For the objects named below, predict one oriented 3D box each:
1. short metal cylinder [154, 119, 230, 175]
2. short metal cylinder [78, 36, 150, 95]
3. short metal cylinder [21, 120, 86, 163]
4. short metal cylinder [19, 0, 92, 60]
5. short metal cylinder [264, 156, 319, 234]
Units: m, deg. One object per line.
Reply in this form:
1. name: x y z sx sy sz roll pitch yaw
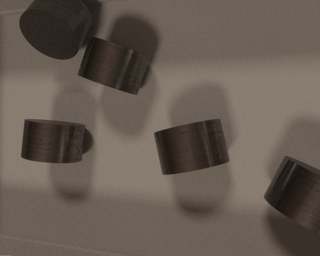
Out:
1. short metal cylinder: 0.037 0.022 0.368 0.080 0.080 0.050 -13 86 19
2. short metal cylinder: -0.060 -0.080 0.401 0.080 0.080 0.050 22 97 18
3. short metal cylinder: -0.148 0.017 0.432 0.080 0.080 0.050 8 93 19
4. short metal cylinder: -0.140 -0.140 0.422 0.080 0.080 0.050 2 54 19
5. short metal cylinder: 0.159 0.070 0.325 0.080 0.080 0.050 27 99 17
